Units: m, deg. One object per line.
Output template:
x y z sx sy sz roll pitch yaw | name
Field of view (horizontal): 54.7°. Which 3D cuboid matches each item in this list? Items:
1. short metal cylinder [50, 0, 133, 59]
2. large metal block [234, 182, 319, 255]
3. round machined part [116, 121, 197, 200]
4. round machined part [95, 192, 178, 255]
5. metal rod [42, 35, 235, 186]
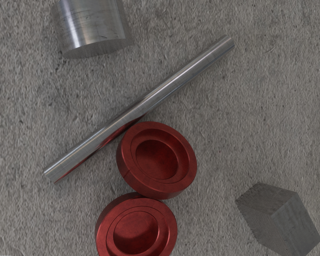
-0.076 -0.114 0.351 0.081 0.080 0.050 -16 96 -19 | short metal cylinder
0.165 0.130 0.441 0.050 0.080 0.080 -34 101 -17 | large metal block
-0.007 0.043 0.381 0.099 0.042 0.098 16 48 -19 | round machined part
-0.031 0.126 0.385 0.099 0.042 0.097 -2 98 -18 | round machined part
-0.016 -0.033 0.403 0.301 0.025 0.025 -38 103 -16 | metal rod
